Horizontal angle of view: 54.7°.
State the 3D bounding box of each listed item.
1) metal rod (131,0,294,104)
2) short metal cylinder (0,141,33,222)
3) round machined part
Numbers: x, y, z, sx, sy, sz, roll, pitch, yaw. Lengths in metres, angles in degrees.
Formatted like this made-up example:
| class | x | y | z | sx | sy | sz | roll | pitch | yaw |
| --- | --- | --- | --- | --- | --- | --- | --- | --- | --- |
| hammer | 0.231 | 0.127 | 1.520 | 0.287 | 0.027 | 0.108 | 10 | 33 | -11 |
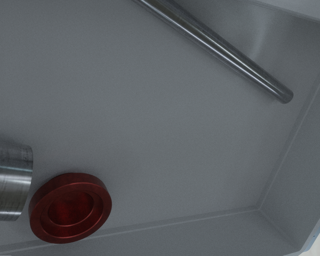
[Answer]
| class | x | y | z | sx | sy | sz | roll | pitch | yaw |
| --- | --- | --- | --- | --- | --- | --- | --- | --- | --- |
| metal rod | 0.087 | -0.095 | 0.399 | 0.302 | 0.025 | 0.025 | 22 | 106 | -37 |
| short metal cylinder | -0.168 | 0.052 | 0.314 | 0.050 | 0.080 | 0.080 | 15 | 110 | -35 |
| round machined part | -0.115 | 0.096 | 0.396 | 0.099 | 0.042 | 0.097 | -14 | 125 | -21 |
